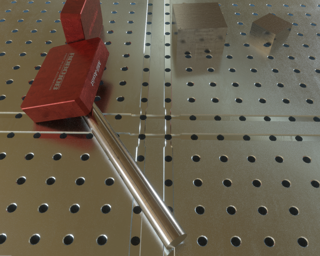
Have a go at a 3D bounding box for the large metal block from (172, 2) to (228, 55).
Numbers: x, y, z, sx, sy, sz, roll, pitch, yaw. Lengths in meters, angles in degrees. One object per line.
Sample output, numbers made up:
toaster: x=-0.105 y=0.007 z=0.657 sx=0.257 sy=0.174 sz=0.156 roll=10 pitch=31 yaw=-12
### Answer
large metal block: x=0.065 y=-0.173 z=0.538 sx=0.081 sy=0.050 sz=0.080 roll=-3 pitch=50 yaw=-3

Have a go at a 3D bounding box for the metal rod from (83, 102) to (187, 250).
metal rod: x=-0.063 y=0.017 z=0.392 sx=0.025 sy=0.025 sz=0.300 roll=-26 pitch=55 yaw=-20

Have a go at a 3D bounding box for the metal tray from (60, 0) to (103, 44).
metal tray: x=-0.126 y=-0.181 z=0.515 sx=0.030 sy=0.089 sz=0.130 roll=2 pitch=50 yaw=1

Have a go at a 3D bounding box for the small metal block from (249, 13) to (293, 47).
small metal block: x=0.201 y=-0.179 z=0.561 sx=0.050 sy=0.025 sz=0.050 roll=-33 pitch=58 yaw=-25

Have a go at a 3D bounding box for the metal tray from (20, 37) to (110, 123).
metal tray: x=-0.131 y=-0.071 z=0.442 sx=0.090 sy=0.030 sz=0.130 roll=-7 pitch=50 yaw=18
